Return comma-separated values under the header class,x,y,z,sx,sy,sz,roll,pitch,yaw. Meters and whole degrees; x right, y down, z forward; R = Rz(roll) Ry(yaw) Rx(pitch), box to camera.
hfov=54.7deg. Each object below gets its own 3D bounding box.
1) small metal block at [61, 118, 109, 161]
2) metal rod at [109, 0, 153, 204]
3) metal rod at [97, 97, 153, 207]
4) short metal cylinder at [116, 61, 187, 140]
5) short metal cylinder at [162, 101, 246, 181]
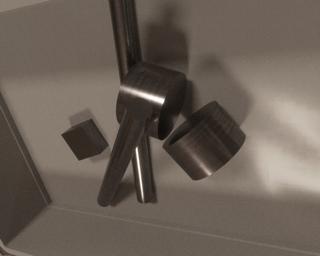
class,x,y,z,sx,sy,sz,roll,pitch,yaw
small metal block,-0.116,0.019,0.479,0.050,0.025,0.050,-19,109,35
metal rod,-0.034,-0.019,0.413,0.025,0.025,0.298,9,123,23
metal rod,-0.057,0.053,0.411,0.025,0.025,0.298,35,147,4
short metal cylinder,-0.008,-0.031,0.357,0.050,0.080,0.079,19,126,16
short metal cylinder,0.050,0.014,0.355,0.050,0.080,0.080,48,129,-6
